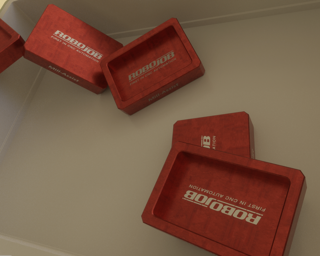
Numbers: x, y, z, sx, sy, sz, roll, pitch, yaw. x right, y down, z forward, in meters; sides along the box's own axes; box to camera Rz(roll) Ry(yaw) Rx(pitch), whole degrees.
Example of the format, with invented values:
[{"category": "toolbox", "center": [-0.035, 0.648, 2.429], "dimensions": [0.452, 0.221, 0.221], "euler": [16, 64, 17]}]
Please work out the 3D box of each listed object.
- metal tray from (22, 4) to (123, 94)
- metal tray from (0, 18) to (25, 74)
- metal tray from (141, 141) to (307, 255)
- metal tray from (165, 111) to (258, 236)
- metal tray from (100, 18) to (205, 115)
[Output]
[{"category": "metal tray", "center": [-0.133, -0.122, 0.488], "dimensions": [0.030, 0.131, 0.090], "euler": [-26, 41, 60]}, {"category": "metal tray", "center": [-0.279, -0.135, 0.484], "dimensions": [0.130, 0.030, 0.090], "euler": [39, 75, 24]}, {"category": "metal tray", "center": [0.057, 0.070, 0.290], "dimensions": [0.130, 0.030, 0.090], "euler": [12, 68, 33]}, {"category": "metal tray", "center": [0.057, 0.049, 0.342], "dimensions": [0.090, 0.030, 0.130], "euler": [-8, 58, 24]}, {"category": "metal tray", "center": [-0.013, -0.088, 0.447], "dimensions": [0.130, 0.030, 0.090], "euler": [-28, 69, 10]}]
